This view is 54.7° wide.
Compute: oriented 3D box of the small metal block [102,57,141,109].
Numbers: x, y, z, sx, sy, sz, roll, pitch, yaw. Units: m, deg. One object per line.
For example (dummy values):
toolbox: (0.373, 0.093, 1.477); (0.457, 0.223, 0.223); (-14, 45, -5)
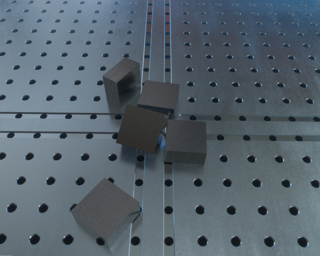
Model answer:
small metal block: (-0.053, -0.065, 0.445); (0.025, 0.050, 0.050); (28, 55, 21)

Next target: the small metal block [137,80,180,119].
small metal block: (-0.001, -0.040, 0.441); (0.050, 0.025, 0.050); (9, 50, 7)

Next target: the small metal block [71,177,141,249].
small metal block: (-0.057, 0.090, 0.332); (0.050, 0.025, 0.050); (30, 56, 22)

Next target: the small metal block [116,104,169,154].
small metal block: (-0.022, 0.002, 0.390); (0.050, 0.025, 0.050); (15, 88, 12)

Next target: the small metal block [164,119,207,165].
small metal block: (0.032, 0.017, 0.394); (0.050, 0.025, 0.050); (4, 50, 2)
